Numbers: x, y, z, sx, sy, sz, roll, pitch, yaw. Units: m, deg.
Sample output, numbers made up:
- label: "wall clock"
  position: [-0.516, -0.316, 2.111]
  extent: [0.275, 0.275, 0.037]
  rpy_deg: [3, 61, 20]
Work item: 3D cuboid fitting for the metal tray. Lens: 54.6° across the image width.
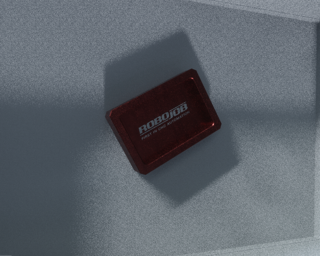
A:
- label: "metal tray"
  position: [0.007, -0.010, 0.407]
  extent: [0.131, 0.030, 0.090]
  rpy_deg: [-30, 100, -18]
